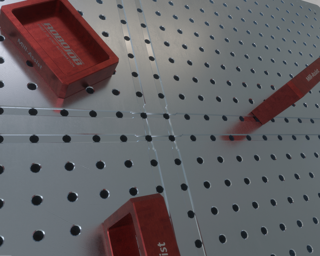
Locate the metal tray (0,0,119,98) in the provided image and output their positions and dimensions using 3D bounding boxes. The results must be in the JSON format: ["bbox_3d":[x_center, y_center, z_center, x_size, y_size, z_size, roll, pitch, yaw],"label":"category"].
[{"bbox_3d":[-0.128,-0.111,0.402,0.130,0.030,0.091,49,51,6],"label":"metal tray"}]

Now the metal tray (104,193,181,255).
[{"bbox_3d":[-0.012,0.135,0.277,0.030,0.090,0.130,-4,64,-30],"label":"metal tray"}]

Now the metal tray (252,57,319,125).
[{"bbox_3d":[0.222,-0.063,0.522,0.131,0.090,0.030,-32,80,-38],"label":"metal tray"}]
